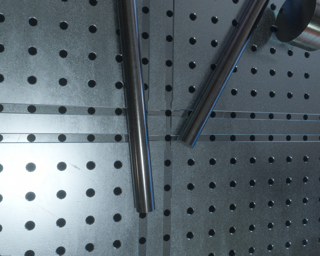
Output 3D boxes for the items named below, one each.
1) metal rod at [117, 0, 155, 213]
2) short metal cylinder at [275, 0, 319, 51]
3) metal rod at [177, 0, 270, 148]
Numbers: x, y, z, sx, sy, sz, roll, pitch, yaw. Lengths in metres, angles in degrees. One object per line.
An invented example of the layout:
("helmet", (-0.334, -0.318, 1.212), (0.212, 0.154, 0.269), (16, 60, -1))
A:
("metal rod", (-0.032, -0.041, 0.400), (0.025, 0.025, 0.298), (-6, 92, -20))
("short metal cylinder", (0.220, -0.161, 0.464), (0.050, 0.080, 0.080), (12, 86, -20))
("metal rod", (0.105, -0.107, 0.451), (0.025, 0.025, 0.300), (32, 80, -17))
